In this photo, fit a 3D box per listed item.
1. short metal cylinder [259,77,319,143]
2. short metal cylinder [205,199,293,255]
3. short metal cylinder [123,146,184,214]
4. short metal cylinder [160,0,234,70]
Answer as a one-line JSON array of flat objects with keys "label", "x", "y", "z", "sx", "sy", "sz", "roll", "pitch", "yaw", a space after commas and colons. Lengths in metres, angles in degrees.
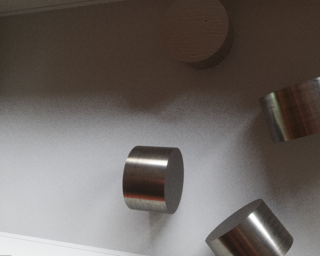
[{"label": "short metal cylinder", "x": 0.153, "y": -0.019, "z": 0.328, "sx": 0.080, "sy": 0.080, "sz": 0.050, "roll": -18, "pitch": 84, "yaw": 19}, {"label": "short metal cylinder", "x": 0.098, "y": 0.124, "z": 0.346, "sx": 0.080, "sy": 0.080, "sz": 0.050, "roll": -40, "pitch": 78, "yaw": 15}, {"label": "short metal cylinder", "x": -0.005, "y": 0.063, "z": 0.382, "sx": 0.050, "sy": 0.080, "sz": 0.079, "roll": 2, "pitch": 91, "yaw": 20}, {"label": "short metal cylinder", "x": 0.047, "y": -0.116, "z": 0.380, "sx": 0.080, "sy": 0.050, "sz": 0.079, "roll": 0, "pitch": 90, "yaw": 19}]
